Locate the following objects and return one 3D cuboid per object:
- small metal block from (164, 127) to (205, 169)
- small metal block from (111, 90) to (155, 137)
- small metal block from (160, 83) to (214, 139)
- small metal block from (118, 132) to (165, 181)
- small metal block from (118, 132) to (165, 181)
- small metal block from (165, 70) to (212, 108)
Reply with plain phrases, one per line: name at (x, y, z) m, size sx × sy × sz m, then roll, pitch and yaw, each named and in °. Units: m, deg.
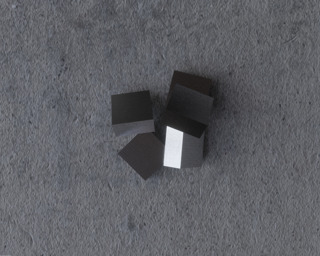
small metal block at (0.032, 0.024, 0.397) m, size 0.025 × 0.050 × 0.050 m, roll 4°, pitch 90°, yaw 38°
small metal block at (-0.035, -0.019, 0.398) m, size 0.050 × 0.025 × 0.050 m, roll -8°, pitch 52°, yaw -1°
small metal block at (0.033, -0.021, 0.373) m, size 0.050 × 0.025 × 0.050 m, roll 21°, pitch 47°, yaw -1°
small metal block at (-0.019, 0.033, 0.411) m, size 0.050 × 0.025 × 0.050 m, roll -45°, pitch 90°, yaw 0°
small metal block at (-0.019, 0.033, 0.411) m, size 0.050 × 0.025 × 0.050 m, roll -45°, pitch 91°, yaw 0°
small metal block at (0.037, -0.045, 0.412) m, size 0.050 × 0.025 × 0.050 m, roll 14°, pitch 90°, yaw -1°
